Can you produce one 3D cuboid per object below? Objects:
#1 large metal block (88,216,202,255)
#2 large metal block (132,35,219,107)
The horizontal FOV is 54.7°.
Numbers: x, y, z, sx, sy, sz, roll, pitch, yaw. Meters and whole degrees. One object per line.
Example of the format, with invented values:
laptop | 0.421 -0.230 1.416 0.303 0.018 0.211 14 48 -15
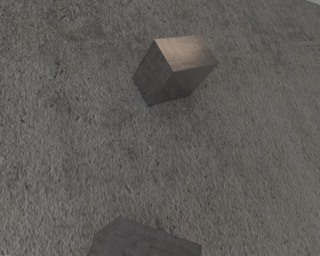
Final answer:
large metal block | -0.020 0.126 0.281 0.080 0.080 0.050 24 53 -14
large metal block | 0.019 -0.079 0.427 0.081 0.080 0.050 -17 71 -35
